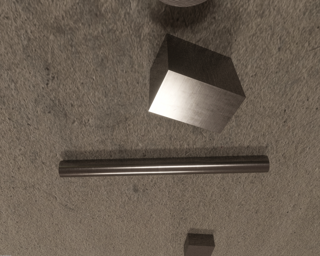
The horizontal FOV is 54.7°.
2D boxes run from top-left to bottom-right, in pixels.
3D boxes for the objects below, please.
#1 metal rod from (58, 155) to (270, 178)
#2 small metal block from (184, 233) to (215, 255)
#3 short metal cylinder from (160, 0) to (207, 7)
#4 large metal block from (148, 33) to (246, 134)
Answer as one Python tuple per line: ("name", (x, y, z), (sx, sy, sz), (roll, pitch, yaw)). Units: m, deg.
("metal rod", (0.006, 0.057, 0.455), (0.302, 0.025, 0.025), (-1, 130, 0))
("small metal block", (0.076, 0.232, 0.606), (0.050, 0.025, 0.050), (5, 130, -5))
("short metal cylinder", (0.020, -0.152, 0.262), (0.081, 0.050, 0.079), (0, 130, 0))
("large metal block", (0.035, -0.049, 0.330), (0.081, 0.080, 0.050), (17, 128, -15))
